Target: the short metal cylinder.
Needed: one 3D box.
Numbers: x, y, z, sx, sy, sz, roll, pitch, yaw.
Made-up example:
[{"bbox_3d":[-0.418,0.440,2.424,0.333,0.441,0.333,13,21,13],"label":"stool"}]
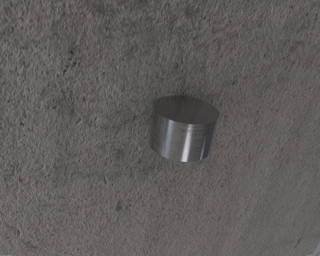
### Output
[{"bbox_3d":[0.029,-0.001,0.385,0.081,0.080,0.050,-6,121,-25],"label":"short metal cylinder"}]
